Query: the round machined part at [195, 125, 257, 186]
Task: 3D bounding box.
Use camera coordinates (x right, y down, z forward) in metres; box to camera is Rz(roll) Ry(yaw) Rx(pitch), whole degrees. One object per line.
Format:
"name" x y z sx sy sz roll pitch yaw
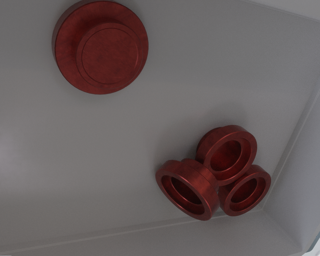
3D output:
"round machined part" 0.095 0.038 0.473 0.099 0.042 0.097 -14 124 -21

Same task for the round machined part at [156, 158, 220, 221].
"round machined part" 0.044 0.082 0.441 0.042 0.098 0.098 -44 134 -28

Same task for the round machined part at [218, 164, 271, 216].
"round machined part" 0.138 0.101 0.532 0.099 0.042 0.097 -17 129 -22

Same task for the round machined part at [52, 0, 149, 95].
"round machined part" -0.056 -0.079 0.318 0.099 0.042 0.097 -14 124 -21
